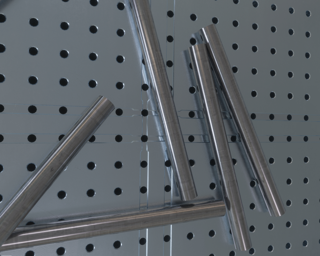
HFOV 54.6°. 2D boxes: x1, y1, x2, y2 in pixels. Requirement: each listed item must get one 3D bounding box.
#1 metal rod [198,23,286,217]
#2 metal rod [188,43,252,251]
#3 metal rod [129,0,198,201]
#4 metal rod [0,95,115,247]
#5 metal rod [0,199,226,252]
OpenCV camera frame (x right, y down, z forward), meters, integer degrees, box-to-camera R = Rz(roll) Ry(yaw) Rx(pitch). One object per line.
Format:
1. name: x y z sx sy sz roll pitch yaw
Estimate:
1. metal rod: 0.123 -0.006 0.457 0.025 0.025 0.299 -26 99 -18
2. metal rod: 0.087 0.030 0.444 0.025 0.025 0.299 -16 96 -19
3. metal rod: 0.002 -0.049 0.413 0.025 0.025 0.299 -16 96 -19
4. metal rod: -0.150 0.082 0.337 0.025 0.025 0.300 42 69 -15
5. metal rod: -0.054 0.120 0.392 0.302 0.025 0.025 -3 91 -20
